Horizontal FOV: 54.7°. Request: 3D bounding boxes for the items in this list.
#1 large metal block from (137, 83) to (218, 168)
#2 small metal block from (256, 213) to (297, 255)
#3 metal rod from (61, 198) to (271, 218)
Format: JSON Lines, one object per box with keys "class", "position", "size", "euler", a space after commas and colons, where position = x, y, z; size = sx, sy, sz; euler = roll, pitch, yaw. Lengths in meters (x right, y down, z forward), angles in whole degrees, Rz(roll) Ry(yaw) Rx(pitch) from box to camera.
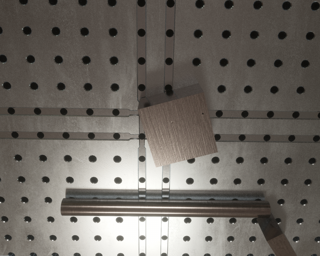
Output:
{"class": "large metal block", "position": [0.023, -0.004, 0.399], "size": [0.080, 0.050, 0.080], "euler": [-15, 110, 5]}
{"class": "small metal block", "position": [0.174, 0.164, 0.463], "size": [0.025, 0.050, 0.050], "euler": [-31, 108, 10]}
{"class": "metal rod", "position": [0.009, 0.118, 0.457], "size": [0.302, 0.025, 0.025], "euler": [1, 110, -1]}
